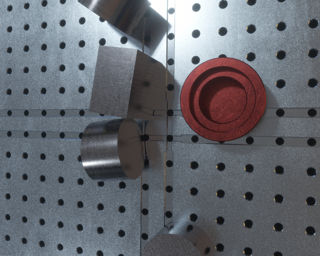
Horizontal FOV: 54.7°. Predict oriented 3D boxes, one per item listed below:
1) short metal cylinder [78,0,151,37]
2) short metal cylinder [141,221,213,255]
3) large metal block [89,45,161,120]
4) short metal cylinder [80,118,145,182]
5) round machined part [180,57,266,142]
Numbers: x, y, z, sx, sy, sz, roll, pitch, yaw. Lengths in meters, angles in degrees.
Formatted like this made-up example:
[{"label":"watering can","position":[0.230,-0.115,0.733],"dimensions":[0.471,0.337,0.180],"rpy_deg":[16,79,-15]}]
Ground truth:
[{"label":"short metal cylinder","position":[-0.059,-0.163,0.404],"dimensions":[0.080,0.080,0.050],"rpy_deg":[38,102,16]},{"label":"short metal cylinder","position":[0.023,0.165,0.391],"dimensions":[0.080,0.050,0.079],"rpy_deg":[0,91,20]},{"label":"large metal block","position":[-0.042,-0.055,0.398],"dimensions":[0.050,0.080,0.079],"rpy_deg":[11,94,20]},{"label":"short metal cylinder","position":[-0.059,0.028,0.404],"dimensions":[0.050,0.080,0.080],"rpy_deg":[-7,88,20]},{"label":"round machined part","position":[0.077,-0.033,0.376],"dimensions":[0.098,0.042,0.097],"rpy_deg":[0,90,20]}]
